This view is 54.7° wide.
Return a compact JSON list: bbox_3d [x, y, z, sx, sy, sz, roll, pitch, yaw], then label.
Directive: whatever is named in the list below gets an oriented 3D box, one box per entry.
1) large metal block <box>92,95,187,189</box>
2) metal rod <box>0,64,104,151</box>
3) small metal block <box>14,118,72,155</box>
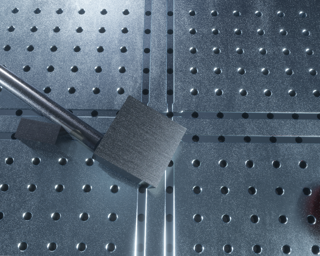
[{"bbox_3d":[-0.026,0.019,0.380,0.080,0.050,0.080,31,72,-7],"label":"large metal block"},{"bbox_3d":[-0.202,-0.060,0.431,0.301,0.025,0.025,33,73,11],"label":"metal rod"},{"bbox_3d":[-0.146,0.012,0.393,0.050,0.050,0.025,11,71,4],"label":"small metal block"}]
